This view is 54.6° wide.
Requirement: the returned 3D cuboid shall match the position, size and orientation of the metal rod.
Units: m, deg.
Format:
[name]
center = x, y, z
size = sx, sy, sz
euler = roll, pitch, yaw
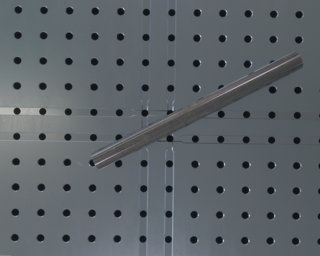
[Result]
[metal rod]
center = 0.049, -0.023, 0.413
size = 0.301, 0.025, 0.025
euler = -27, 90, 0
